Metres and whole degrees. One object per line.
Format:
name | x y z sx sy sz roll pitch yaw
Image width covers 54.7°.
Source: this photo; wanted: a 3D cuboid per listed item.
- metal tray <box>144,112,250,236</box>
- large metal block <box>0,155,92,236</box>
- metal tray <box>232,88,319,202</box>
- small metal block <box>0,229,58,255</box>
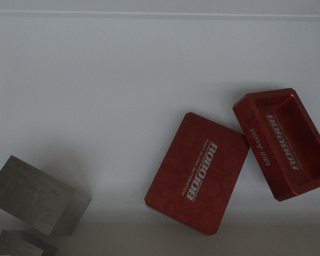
metal tray | 0.048 0.055 0.388 0.090 0.030 0.130 24 71 8
large metal block | -0.132 0.079 0.350 0.080 0.080 0.050 26 72 8
metal tray | 0.156 0.016 0.385 0.091 0.030 0.130 -10 69 -29
small metal block | -0.149 0.136 0.345 0.050 0.050 0.025 24 72 8
